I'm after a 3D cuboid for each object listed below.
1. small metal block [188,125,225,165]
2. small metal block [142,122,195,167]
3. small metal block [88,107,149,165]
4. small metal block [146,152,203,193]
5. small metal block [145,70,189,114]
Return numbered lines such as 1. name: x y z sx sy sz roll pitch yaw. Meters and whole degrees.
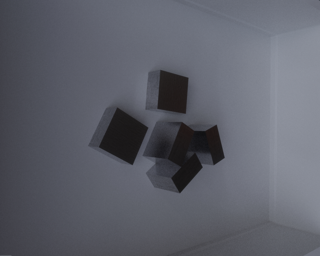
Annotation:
1. small metal block: 0.059 0.023 0.440 0.025 0.050 0.050 -26 107 -37
2. small metal block: 0.011 0.020 0.399 0.025 0.050 0.050 34 69 -35
3. small metal block: -0.048 0.010 0.366 0.050 0.025 0.050 34 69 -35
4. small metal block: 0.019 0.055 0.406 0.050 0.050 0.025 -42 116 -32
5. small metal block: 0.010 -0.046 0.414 0.050 0.025 0.050 7 86 -40
